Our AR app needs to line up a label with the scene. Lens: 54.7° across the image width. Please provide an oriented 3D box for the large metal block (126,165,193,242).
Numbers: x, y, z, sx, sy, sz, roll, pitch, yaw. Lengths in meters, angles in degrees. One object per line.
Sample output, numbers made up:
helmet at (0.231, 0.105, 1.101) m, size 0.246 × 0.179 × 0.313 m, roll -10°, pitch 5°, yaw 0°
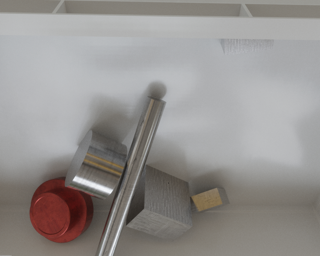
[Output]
large metal block at (-0.001, 0.114, 0.470) m, size 0.080 × 0.080 × 0.050 m, roll 26°, pitch 125°, yaw -21°

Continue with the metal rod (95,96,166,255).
metal rod at (-0.051, 0.103, 0.412) m, size 0.025 × 0.025 × 0.298 m, roll 16°, pitch 102°, yaw -14°

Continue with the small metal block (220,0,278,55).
small metal block at (0.090, -0.107, 0.320) m, size 0.050 × 0.025 × 0.050 m, roll -6°, pitch 130°, yaw 5°

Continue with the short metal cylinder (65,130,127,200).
short metal cylinder at (-0.086, 0.049, 0.414) m, size 0.050 × 0.080 × 0.080 m, roll 26°, pitch 125°, yaw -21°

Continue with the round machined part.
round machined part at (-0.155, 0.126, 0.468) m, size 0.098 × 0.042 × 0.097 m, roll 0°, pitch 91°, yaw 16°

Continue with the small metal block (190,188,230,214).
small metal block at (0.078, 0.117, 0.495) m, size 0.050 × 0.025 × 0.050 m, roll -24°, pitch 159°, yaw 18°
